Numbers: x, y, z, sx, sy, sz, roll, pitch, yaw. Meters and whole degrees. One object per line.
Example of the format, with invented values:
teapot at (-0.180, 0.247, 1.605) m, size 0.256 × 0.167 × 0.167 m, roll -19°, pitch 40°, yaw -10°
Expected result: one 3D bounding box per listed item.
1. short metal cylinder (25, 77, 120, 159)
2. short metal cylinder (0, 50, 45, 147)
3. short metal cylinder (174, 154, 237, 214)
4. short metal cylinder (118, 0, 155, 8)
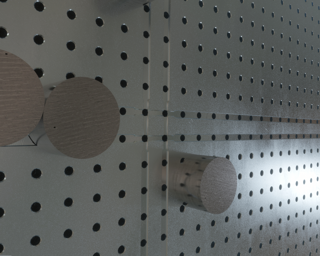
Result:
short metal cylinder at (-0.089, -0.010, 0.319) m, size 0.081 × 0.050 × 0.079 m, roll 0°, pitch 90°, yaw -40°
short metal cylinder at (-0.149, -0.025, 0.268) m, size 0.081 × 0.050 × 0.079 m, roll -1°, pitch 91°, yaw -40°
short metal cylinder at (0.068, 0.080, 0.452) m, size 0.081 × 0.050 × 0.079 m, roll 0°, pitch 90°, yaw -40°
short metal cylinder at (-0.023, -0.194, 0.375) m, size 0.081 × 0.050 × 0.079 m, roll 0°, pitch 90°, yaw -40°
